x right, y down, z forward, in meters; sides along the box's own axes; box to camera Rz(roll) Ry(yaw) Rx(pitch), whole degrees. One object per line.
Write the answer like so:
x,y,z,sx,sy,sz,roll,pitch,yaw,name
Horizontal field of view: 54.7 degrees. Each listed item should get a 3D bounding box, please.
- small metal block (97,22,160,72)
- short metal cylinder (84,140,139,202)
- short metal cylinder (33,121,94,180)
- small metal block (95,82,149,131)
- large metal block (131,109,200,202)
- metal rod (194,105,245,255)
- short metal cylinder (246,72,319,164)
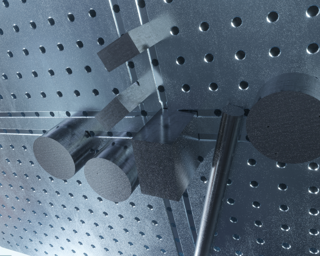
-0.036,-0.093,0.356,0.050,0.050,0.025,-22,107,36,small metal block
-0.067,0.065,0.470,0.080,0.050,0.079,13,124,21,short metal cylinder
-0.154,0.036,0.499,0.080,0.050,0.079,13,124,21,short metal cylinder
-0.050,-0.028,0.404,0.025,0.050,0.050,49,129,-6,small metal block
0.012,0.031,0.389,0.050,0.080,0.079,7,122,25,large metal block
0.075,0.104,0.436,0.025,0.025,0.298,17,125,18,metal rod
0.134,-0.011,0.318,0.080,0.050,0.079,13,124,21,short metal cylinder
